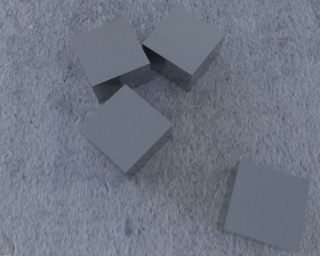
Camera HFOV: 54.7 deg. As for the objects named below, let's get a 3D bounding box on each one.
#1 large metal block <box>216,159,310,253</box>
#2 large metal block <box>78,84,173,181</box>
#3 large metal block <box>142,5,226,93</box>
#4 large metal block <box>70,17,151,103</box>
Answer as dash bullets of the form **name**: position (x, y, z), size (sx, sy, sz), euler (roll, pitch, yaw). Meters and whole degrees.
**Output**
- **large metal block**: position (0.119, 0.092, 0.363), size (0.080, 0.050, 0.080), euler (17, 71, 5)
- **large metal block**: position (-0.041, 0.006, 0.392), size (0.080, 0.050, 0.080), euler (41, 75, 13)
- **large metal block**: position (0.032, -0.111, 0.436), size (0.080, 0.050, 0.080), euler (35, 73, 11)
- **large metal block**: position (-0.066, -0.093, 0.428), size (0.080, 0.050, 0.080), euler (-24, 72, -9)
